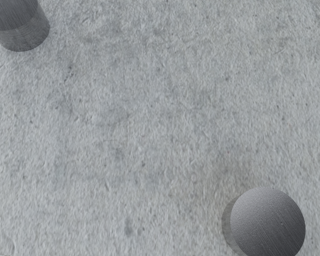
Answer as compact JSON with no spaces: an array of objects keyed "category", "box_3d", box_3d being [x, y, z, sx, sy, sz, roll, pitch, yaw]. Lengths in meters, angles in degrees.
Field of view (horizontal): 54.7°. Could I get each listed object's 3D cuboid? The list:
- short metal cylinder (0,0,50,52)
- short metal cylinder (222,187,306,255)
[{"category":"short metal cylinder","box_3d":[-0.209,-0.159,0.450,0.081,0.050,0.080,0,70,0]},{"category":"short metal cylinder","box_3d":[0.116,0.111,0.356,0.081,0.050,0.080,0,70,0]}]
